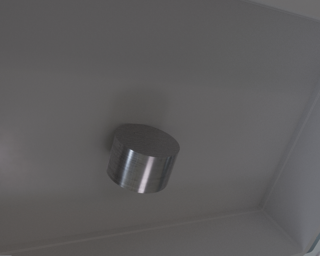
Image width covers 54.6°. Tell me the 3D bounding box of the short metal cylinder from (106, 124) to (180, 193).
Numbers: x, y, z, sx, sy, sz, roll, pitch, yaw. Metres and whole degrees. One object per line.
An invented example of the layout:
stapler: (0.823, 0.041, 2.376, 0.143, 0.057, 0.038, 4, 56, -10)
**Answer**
short metal cylinder: (-0.021, 0.035, 0.383, 0.081, 0.080, 0.050, 3, 117, -30)
